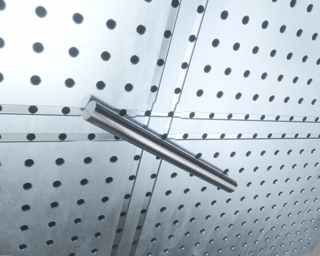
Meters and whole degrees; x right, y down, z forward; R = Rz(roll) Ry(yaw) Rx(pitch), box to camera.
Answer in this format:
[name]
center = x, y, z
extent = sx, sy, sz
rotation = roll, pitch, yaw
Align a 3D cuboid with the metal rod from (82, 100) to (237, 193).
[metal rod]
center = 0.021, 0.040, 0.446
extent = 0.301, 0.025, 0.025
rotation = 31, 101, -38
